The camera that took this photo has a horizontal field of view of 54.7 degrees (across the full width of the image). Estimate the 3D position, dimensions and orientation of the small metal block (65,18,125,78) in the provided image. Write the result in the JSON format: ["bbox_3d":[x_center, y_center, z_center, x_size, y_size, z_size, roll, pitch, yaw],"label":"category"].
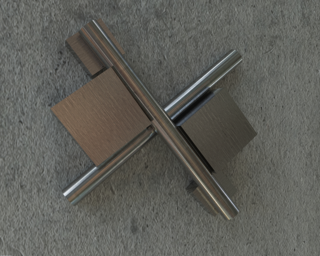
[{"bbox_3d":[-0.080,-0.097,0.381,0.050,0.025,0.050,-39,103,-16],"label":"small metal block"}]

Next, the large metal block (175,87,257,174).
[{"bbox_3d":[0.070,0.003,0.423,0.080,0.050,0.080,-41,103,-15],"label":"large metal block"}]

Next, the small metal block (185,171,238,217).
[{"bbox_3d":[0.073,0.087,0.438,0.050,0.025,0.050,-45,104,-15],"label":"small metal block"}]

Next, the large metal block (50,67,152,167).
[{"bbox_3d":[-0.071,-0.013,0.369,0.080,0.050,0.080,-39,103,-16],"label":"large metal block"}]

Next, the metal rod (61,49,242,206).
[{"bbox_3d":[0.000,-0.010,0.411,0.301,0.025,0.025,-41,103,-16],"label":"metal rod"}]

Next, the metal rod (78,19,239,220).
[{"bbox_3d":[0.007,-0.001,0.386,0.025,0.025,0.300,-41,103,-15],"label":"metal rod"}]
